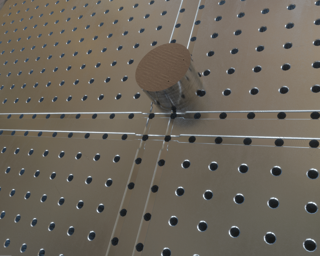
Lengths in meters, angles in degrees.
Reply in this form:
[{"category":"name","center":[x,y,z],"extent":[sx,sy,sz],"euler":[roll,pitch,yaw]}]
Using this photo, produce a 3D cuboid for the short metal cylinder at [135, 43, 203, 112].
[{"category":"short metal cylinder","center":[0.013,-0.070,0.429],"extent":[0.080,0.050,0.080],"euler":[-13,56,21]}]
